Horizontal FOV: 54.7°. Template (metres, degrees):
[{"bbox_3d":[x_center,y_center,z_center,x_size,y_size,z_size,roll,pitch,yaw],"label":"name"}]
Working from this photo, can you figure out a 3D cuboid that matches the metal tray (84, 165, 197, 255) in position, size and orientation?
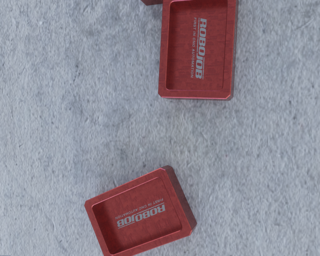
[{"bbox_3d":[-0.028,0.116,0.415,0.130,0.030,0.090,-26,82,17],"label":"metal tray"}]

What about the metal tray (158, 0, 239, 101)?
[{"bbox_3d":[0.048,-0.101,0.388,0.090,0.030,0.129,3,91,19],"label":"metal tray"}]

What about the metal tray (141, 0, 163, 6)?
[{"bbox_3d":[0.034,-0.213,0.393,0.130,0.030,0.089,0,90,19],"label":"metal tray"}]
